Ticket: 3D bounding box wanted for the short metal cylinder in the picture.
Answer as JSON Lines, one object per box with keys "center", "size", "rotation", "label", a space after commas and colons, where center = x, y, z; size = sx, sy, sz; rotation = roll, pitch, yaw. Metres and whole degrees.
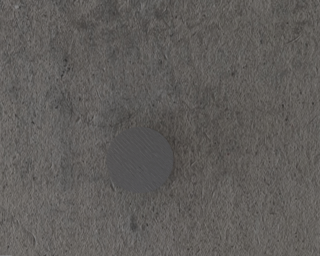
{"center": [-0.024, 0.038, 0.397], "size": [0.080, 0.050, 0.080], "rotation": [0, 90, 0], "label": "short metal cylinder"}
